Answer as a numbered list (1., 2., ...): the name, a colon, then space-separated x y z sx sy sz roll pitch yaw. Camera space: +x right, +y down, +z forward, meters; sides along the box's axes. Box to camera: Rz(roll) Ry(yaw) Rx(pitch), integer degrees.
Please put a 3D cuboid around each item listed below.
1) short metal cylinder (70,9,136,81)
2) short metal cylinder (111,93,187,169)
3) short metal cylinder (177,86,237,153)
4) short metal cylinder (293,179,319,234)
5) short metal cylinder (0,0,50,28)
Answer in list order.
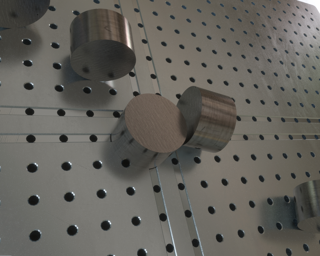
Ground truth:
1. short metal cylinder: -0.074 -0.104 0.398 0.081 0.080 0.050 4 60 -26
2. short metal cylinder: -0.014 0.004 0.383 0.081 0.050 0.080 14 56 -21
3. short metal cylinder: 0.056 -0.011 0.412 0.050 0.080 0.080 14 56 -21
4. short metal cylinder: 0.232 0.111 0.433 0.081 0.080 0.050 19 54 -18
5. short metal cylinder: -0.184 -0.169 0.378 0.081 0.080 0.050 -18 72 -35
